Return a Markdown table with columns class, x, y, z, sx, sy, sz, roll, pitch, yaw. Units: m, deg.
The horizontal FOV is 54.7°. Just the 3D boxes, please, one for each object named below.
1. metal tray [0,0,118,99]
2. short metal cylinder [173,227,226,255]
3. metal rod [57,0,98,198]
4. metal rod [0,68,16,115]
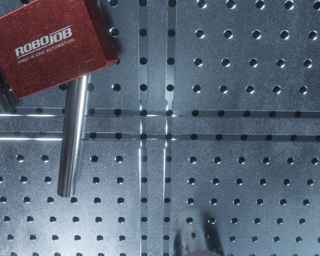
| class | x | y | z | sx | sy | sz | roll | pitch | yaw |
| --- | --- | --- | --- | --- | --- | --- | --- | --- | --- |
| metal tray | -0.124 | -0.095 | 0.354 | 0.130 | 0.030 | 0.090 | -16 | 102 | 18 |
| short metal cylinder | 0.060 | 0.201 | 0.475 | 0.081 | 0.050 | 0.079 | 0 | 110 | 0 |
| metal rod | -0.106 | -0.044 | 0.395 | 0.025 | 0.025 | 0.298 | 10 | 110 | -4 |
| metal rod | -0.232 | -0.158 | 0.352 | 0.025 | 0.025 | 0.298 | -12 | 110 | 4 |
